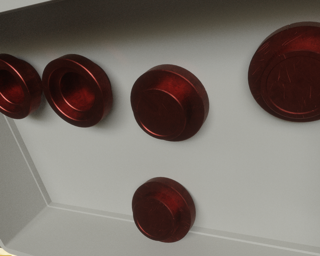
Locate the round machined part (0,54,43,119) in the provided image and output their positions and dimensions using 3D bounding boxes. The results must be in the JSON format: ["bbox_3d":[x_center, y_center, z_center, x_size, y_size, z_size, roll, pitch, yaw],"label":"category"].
[{"bbox_3d":[-0.220,-0.066,0.470,0.098,0.042,0.097,13,124,20],"label":"round machined part"}]

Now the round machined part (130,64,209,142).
[{"bbox_3d":[0.007,-0.024,0.378,0.098,0.042,0.097,13,124,20],"label":"round machined part"}]

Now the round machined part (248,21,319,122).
[{"bbox_3d":[0.134,-0.048,0.297,0.098,0.042,0.097,13,124,20],"label":"round machined part"}]

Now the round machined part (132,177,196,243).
[{"bbox_3d":[-0.001,0.126,0.458,0.098,0.042,0.097,7,105,26],"label":"round machined part"}]

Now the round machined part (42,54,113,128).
[{"bbox_3d":[-0.106,-0.053,0.419,0.098,0.042,0.097,13,124,20],"label":"round machined part"}]
